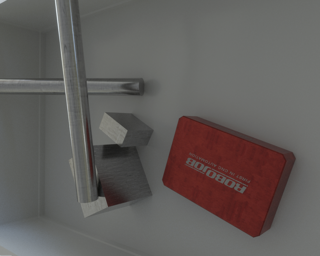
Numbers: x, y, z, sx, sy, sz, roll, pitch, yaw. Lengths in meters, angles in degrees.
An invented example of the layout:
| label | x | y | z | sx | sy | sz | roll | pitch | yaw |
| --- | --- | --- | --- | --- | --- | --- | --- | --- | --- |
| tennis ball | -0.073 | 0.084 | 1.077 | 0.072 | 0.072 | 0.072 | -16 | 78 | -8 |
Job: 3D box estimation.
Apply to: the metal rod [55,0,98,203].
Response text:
| label | x | y | z | sx | sy | sz | roll | pitch | yaw |
| --- | --- | --- | --- | --- | --- | --- | --- | --- | --- |
| metal rod | -0.098 | -0.062 | 0.354 | 0.025 | 0.025 | 0.298 | 2 | 99 | 39 |

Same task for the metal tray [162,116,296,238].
| label | x | y | z | sx | sy | sz | roll | pitch | yaw |
| --- | --- | --- | --- | --- | --- | --- | --- | --- | --- |
| metal tray | 0.069 | 0.047 | 0.345 | 0.130 | 0.030 | 0.089 | 24 | 105 | 37 |

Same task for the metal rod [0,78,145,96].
| label | x | y | z | sx | sy | sz | roll | pitch | yaw |
| --- | --- | --- | --- | --- | --- | --- | --- | --- | --- |
| metal rod | -0.171 | -0.062 | 0.466 | 0.301 | 0.025 | 0.025 | 2 | 92 | 15 |

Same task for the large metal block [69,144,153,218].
| label | x | y | z | sx | sy | sz | roll | pitch | yaw |
| --- | --- | --- | --- | --- | --- | --- | --- | --- | --- |
| large metal block | -0.067 | 0.069 | 0.424 | 0.050 | 0.081 | 0.080 | -32 | 70 | 35 |

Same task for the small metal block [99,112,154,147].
| label | x | y | z | sx | sy | sz | roll | pitch | yaw |
| --- | --- | --- | --- | --- | --- | --- | --- | --- | --- |
| small metal block | -0.046 | 0.002 | 0.427 | 0.050 | 0.050 | 0.025 | 36 | 112 | 34 |
